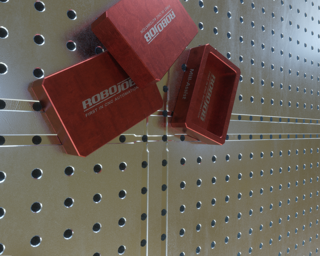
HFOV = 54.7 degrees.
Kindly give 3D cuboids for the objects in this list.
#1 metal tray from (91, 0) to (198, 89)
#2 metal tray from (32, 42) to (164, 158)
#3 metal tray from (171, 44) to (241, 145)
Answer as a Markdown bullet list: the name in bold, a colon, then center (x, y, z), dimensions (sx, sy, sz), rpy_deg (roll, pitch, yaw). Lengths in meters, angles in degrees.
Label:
- **metal tray**: center (-0.011, -0.119, 0.373), dimensions (0.090, 0.030, 0.130), rpy_deg (50, 47, -19)
- **metal tray**: center (-0.063, -0.037, 0.355), dimensions (0.131, 0.030, 0.090), rpy_deg (-35, 112, -35)
- **metal tray**: center (0.073, -0.048, 0.469), dimensions (0.090, 0.030, 0.130), rpy_deg (25, 74, -37)
